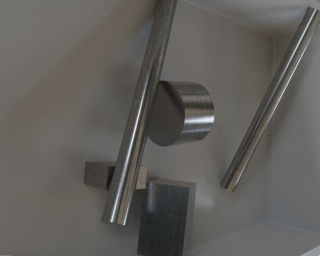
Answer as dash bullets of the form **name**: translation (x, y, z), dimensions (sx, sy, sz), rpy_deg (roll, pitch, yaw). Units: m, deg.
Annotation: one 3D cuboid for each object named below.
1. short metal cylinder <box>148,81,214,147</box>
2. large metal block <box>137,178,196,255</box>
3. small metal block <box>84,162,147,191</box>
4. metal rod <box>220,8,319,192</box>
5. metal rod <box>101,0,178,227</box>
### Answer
- **short metal cylinder**: translation (0.021, -0.019, 0.390), dimensions (0.050, 0.080, 0.079), rpy_deg (-5, 94, -40)
- **large metal block**: translation (0.012, 0.106, 0.378), dimensions (0.080, 0.050, 0.080), rpy_deg (27, 69, -76)
- **small metal block**: translation (-0.051, 0.053, 0.350), dimensions (0.050, 0.050, 0.025), rpy_deg (6, 86, -40)
- **metal rod**: translation (0.170, -0.037, 0.482), dimensions (0.025, 0.025, 0.298), rpy_deg (17, 101, -39)
- **metal rod**: translation (-0.016, -0.042, 0.355), dimensions (0.025, 0.025, 0.299), rpy_deg (32, 58, -36)
